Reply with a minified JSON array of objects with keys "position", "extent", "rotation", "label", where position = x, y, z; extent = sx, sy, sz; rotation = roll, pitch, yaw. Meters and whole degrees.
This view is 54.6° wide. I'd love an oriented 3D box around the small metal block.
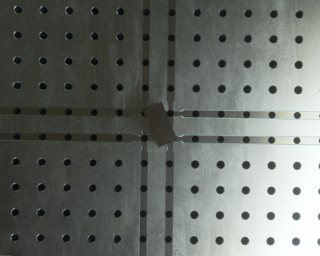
[{"position":[0.000,-0.004,0.401],"extent":[0.025,0.050,0.050],"rotation":[-22,91,0],"label":"small metal block"}]
